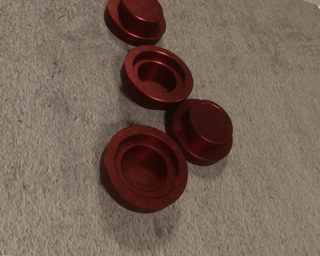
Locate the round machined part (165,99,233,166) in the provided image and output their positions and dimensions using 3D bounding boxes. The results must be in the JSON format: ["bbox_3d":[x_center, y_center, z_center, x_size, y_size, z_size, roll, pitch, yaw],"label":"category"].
[{"bbox_3d":[0.061,0.000,0.428,0.099,0.042,0.098,14,56,-21],"label":"round machined part"}]

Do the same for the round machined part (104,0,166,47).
[{"bbox_3d":[-0.034,-0.178,0.484,0.099,0.042,0.098,14,56,-21],"label":"round machined part"}]

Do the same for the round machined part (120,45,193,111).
[{"bbox_3d":[-0.007,-0.064,0.426,0.099,0.042,0.098,13,54,-18],"label":"round machined part"}]

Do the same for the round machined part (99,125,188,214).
[{"bbox_3d":[-0.021,0.049,0.353,0.099,0.042,0.098,14,56,-21],"label":"round machined part"}]
